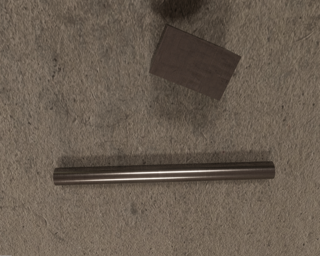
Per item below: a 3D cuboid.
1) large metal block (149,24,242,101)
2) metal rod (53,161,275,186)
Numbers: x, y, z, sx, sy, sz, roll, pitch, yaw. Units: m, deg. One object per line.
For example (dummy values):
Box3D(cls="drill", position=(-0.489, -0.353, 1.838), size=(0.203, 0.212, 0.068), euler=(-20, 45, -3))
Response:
Box3D(cls="large metal block", position=(0.035, -0.078, 0.352), size=(0.080, 0.080, 0.050), euler=(21, 109, -8))
Box3D(cls="metal rod", position=(0.006, 0.063, 0.433), size=(0.302, 0.025, 0.025), euler=(-2, 110, 0))
